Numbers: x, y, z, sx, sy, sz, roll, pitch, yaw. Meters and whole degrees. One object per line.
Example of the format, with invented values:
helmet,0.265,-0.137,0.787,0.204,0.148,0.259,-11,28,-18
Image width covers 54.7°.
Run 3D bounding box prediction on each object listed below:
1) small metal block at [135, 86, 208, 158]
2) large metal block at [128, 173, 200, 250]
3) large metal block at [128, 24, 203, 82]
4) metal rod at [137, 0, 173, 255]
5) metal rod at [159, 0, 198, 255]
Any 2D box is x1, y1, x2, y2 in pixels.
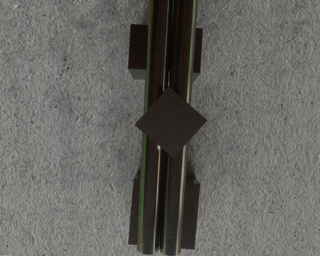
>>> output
small metal block,0.011,-0.007,0.314,0.050,0.025,0.050,41,95,-6
large metal block,0.005,0.104,0.398,0.080,0.050,0.080,5,90,0
large metal block,0.006,-0.089,0.384,0.080,0.080,0.050,3,90,0
metal rod,-0.006,-0.008,0.338,0.025,0.025,0.298,3,97,0
metal rod,0.020,-0.007,0.338,0.025,0.025,0.298,3,97,0
